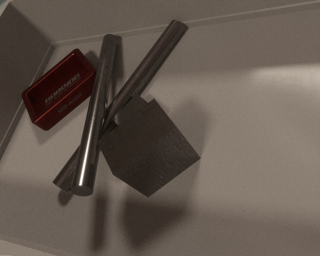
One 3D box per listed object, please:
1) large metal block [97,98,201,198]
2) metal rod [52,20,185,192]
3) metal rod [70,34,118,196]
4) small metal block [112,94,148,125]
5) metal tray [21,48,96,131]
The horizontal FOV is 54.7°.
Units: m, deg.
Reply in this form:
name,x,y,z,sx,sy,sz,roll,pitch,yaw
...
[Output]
name,x,y,z,sx,sy,sz,roll,pitch,yaw
large metal block,-0.010,0.026,0.359,0.080,0.080,0.050,-37,51,3
metal rod,-0.054,-0.040,0.457,0.025,0.025,0.300,25,75,36
metal rod,-0.088,-0.042,0.446,0.025,0.025,0.300,-17,46,18
small metal block,-0.030,-0.012,0.427,0.050,0.025,0.050,-46,52,-5
metal tray,-0.168,-0.067,0.529,0.130,0.030,0.090,-40,51,1
